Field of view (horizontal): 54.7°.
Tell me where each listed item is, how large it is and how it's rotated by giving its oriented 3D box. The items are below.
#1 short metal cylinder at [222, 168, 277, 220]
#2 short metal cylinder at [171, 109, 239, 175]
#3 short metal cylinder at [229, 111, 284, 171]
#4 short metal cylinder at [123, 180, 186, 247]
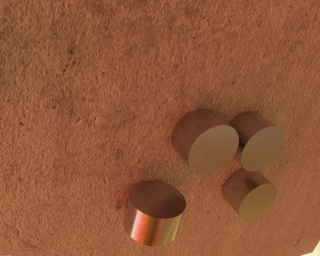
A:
[{"bbox_3d":[0.157,0.114,0.547,0.081,0.050,0.079,-14,124,-21],"label":"short metal cylinder"},{"bbox_3d":[0.063,0.019,0.437,0.081,0.050,0.079,-14,124,-21],"label":"short metal cylinder"},{"bbox_3d":[0.143,0.020,0.481,0.081,0.050,0.079,-14,124,-21],"label":"short metal cylinder"},{"bbox_3d":[-0.008,0.119,0.440,0.081,0.080,0.050,-1,119,-28],"label":"short metal cylinder"}]
